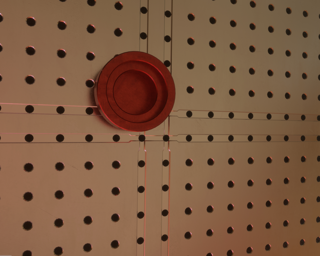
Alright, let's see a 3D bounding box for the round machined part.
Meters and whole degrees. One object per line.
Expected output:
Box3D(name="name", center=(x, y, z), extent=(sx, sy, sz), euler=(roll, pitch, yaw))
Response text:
Box3D(name="round machined part", center=(-0.034, -0.044, 0.392), extent=(0.099, 0.042, 0.097), euler=(0, 90, -21))
